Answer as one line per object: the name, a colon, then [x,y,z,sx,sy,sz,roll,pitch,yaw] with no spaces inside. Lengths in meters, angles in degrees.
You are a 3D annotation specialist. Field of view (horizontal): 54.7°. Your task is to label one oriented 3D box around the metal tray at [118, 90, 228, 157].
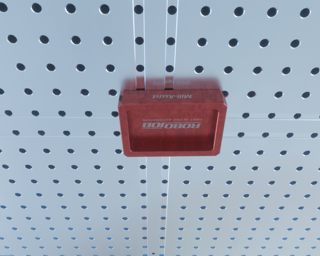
metal tray: [0.015,-0.004,0.404,0.131,0.030,0.089,-1,130,0]
